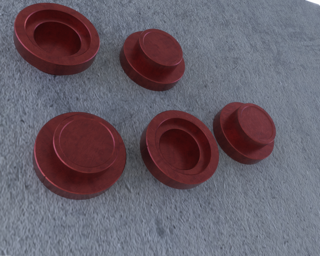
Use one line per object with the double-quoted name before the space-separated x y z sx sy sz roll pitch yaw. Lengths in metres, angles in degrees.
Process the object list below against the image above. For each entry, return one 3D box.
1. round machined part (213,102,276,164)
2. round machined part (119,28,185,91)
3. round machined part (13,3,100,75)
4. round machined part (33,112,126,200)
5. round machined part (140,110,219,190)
"round machined part" 0.132 0.002 0.463 0.099 0.042 0.098 14 56 -21
"round machined part" -0.006 -0.106 0.454 0.099 0.042 0.098 14 56 -21
"round machined part" -0.129 -0.105 0.387 0.099 0.042 0.098 14 56 -21
"round machined part" -0.083 0.024 0.334 0.099 0.042 0.098 14 56 -21
"round machined part" 0.020 0.030 0.385 0.099 0.042 0.098 14 56 -21
